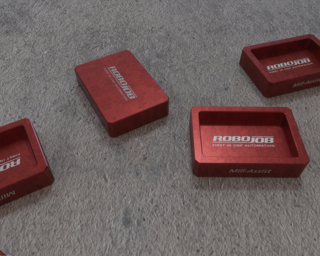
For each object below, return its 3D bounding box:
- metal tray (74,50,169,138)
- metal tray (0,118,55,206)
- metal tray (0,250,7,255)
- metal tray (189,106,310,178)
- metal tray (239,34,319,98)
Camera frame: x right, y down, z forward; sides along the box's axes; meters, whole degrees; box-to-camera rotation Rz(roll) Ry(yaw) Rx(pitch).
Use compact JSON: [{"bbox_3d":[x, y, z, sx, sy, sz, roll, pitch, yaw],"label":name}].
[{"bbox_3d":[-0.057,-0.055,0.445,0.091,0.030,0.130,-23,54,-19],"label":"metal tray"},{"bbox_3d":[-0.201,0.048,0.357,0.131,0.030,0.090,-23,54,-18],"label":"metal tray"},{"bbox_3d":[-0.203,0.161,0.263,0.131,0.030,0.090,-6,50,-5],"label":"metal tray"},{"bbox_3d":[0.105,0.015,0.387,0.131,0.030,0.090,1,50,0],"label":"metal tray"},{"bbox_3d":[0.204,-0.100,0.485,0.131,0.030,0.090,-14,51,-11],"label":"metal tray"}]
